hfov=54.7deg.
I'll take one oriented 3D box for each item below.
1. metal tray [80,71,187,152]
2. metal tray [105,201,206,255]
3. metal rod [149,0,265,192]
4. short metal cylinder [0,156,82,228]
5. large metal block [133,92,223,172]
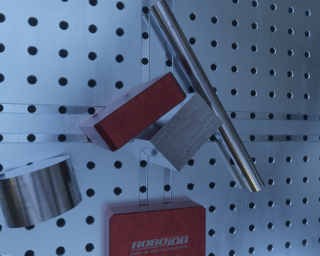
[{"bbox_3d":[-0.037,-0.017,0.343,0.090,0.130,0.030,-37,102,-16],"label":"metal tray"},{"bbox_3d":[-0.004,0.149,0.409,0.131,0.030,0.089,0,90,-20],"label":"metal tray"},{"bbox_3d":[0.071,-0.037,0.438,0.025,0.025,0.299,-34,101,-17],"label":"metal rod"},{"bbox_3d":[-0.131,0.066,0.335,0.081,0.080,0.050,-16,96,-19],"label":"short metal cylinder"},{"bbox_3d":[0.018,0.004,0.390,0.080,0.080,0.050,-46,105,-14],"label":"large metal block"}]
